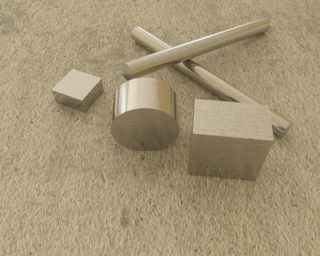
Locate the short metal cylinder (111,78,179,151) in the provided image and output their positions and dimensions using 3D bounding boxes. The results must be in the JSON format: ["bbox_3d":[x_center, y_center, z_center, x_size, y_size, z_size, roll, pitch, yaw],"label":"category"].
[{"bbox_3d":[-0.018,-0.015,0.380,0.081,0.080,0.050,-1,50,-1],"label":"short metal cylinder"}]

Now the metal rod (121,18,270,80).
[{"bbox_3d":[0.073,-0.131,0.487,0.302,0.025,0.025,-26,55,-31],"label":"metal rod"}]

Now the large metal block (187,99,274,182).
[{"bbox_3d":[0.076,0.016,0.355,0.080,0.080,0.050,5,50,4],"label":"large metal block"}]

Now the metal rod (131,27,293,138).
[{"bbox_3d":[0.062,-0.081,0.472,0.025,0.025,0.300,-36,59,-26],"label":"metal rod"}]

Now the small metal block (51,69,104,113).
[{"bbox_3d":[-0.117,-0.054,0.447,0.050,0.025,0.050,20,53,15],"label":"small metal block"}]
